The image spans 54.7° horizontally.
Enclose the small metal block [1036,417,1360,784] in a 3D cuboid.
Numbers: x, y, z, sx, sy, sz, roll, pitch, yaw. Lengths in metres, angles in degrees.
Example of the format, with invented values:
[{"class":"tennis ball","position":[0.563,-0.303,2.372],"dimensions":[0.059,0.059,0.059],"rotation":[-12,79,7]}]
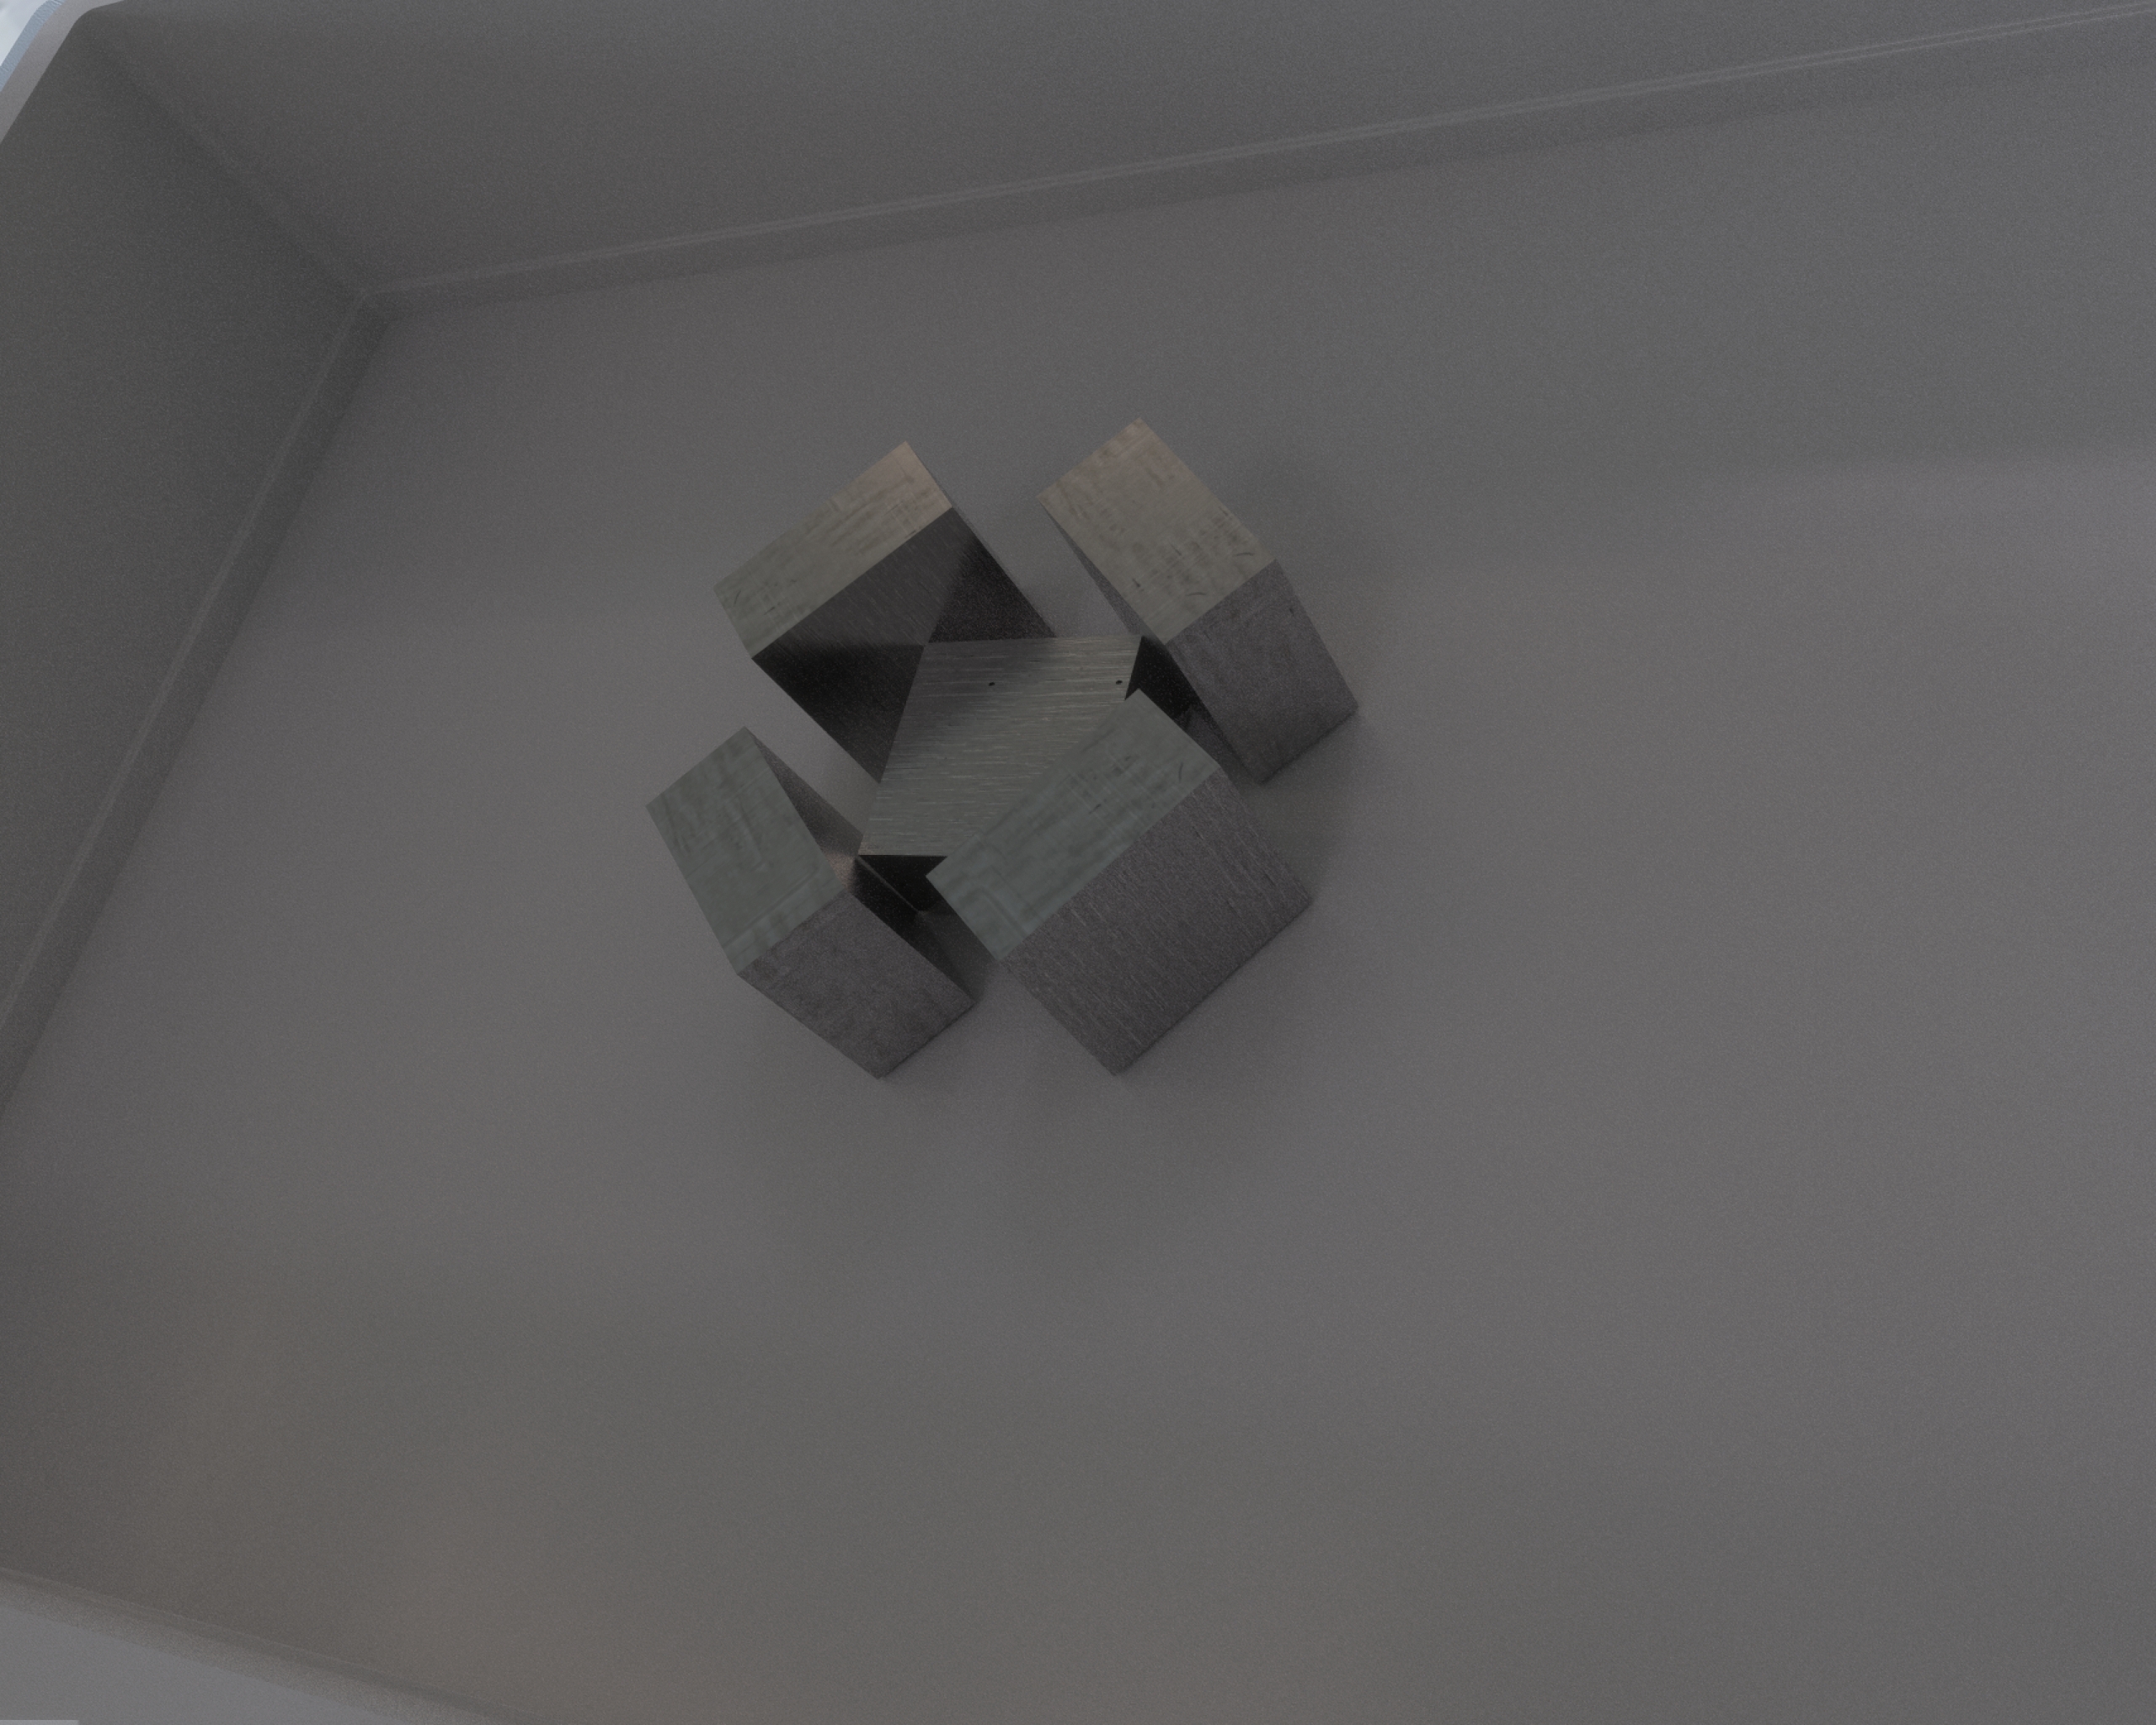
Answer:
[{"class":"small metal block","position":[0.024,-0.050,0.405],"dimensions":[0.025,0.050,0.050],"rotation":[-38,52,2]}]

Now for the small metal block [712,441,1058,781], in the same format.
[{"class":"small metal block","position":[-0.039,-0.052,0.439],"dimensions":[0.050,0.050,0.025],"rotation":[-37,50,5]}]

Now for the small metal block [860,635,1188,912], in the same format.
[{"class":"small metal block","position":[-0.010,-0.017,0.419],"dimensions":[0.050,0.025,0.050],"rotation":[1,62,28]}]

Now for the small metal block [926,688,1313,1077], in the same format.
[{"class":"small metal block","position":[0.009,0.005,0.379],"dimensions":[0.050,0.050,0.025],"rotation":[-42,52,-1]}]

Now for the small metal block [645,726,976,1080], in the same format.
[{"class":"small metal block","position":[-0.052,0.008,0.410],"dimensions":[0.025,0.050,0.050],"rotation":[-39,51,3]}]
